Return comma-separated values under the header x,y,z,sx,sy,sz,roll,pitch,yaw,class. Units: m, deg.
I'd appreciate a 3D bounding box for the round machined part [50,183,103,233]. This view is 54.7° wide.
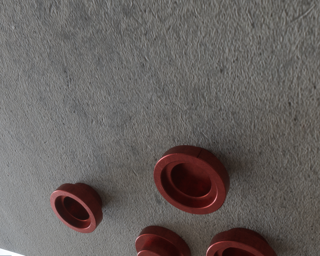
x,y,z,sx,sy,sz,roll,pitch,yaw,class
-0.144,0.138,0.557,0.098,0.042,0.097,13,124,21,round machined part

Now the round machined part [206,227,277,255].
x,y,z,sx,sy,sz,roll,pitch,yaw,class
0.120,0.183,0.446,0.098,0.042,0.097,13,124,21,round machined part

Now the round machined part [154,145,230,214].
x,y,z,sx,sy,sz,roll,pitch,yaw,class
0.045,0.063,0.412,0.098,0.042,0.097,13,124,21,round machined part

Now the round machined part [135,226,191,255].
x,y,z,sx,sy,sz,roll,pitch,yaw,class
0.000,0.219,0.532,0.098,0.042,0.097,13,124,21,round machined part
